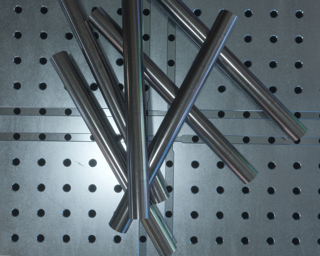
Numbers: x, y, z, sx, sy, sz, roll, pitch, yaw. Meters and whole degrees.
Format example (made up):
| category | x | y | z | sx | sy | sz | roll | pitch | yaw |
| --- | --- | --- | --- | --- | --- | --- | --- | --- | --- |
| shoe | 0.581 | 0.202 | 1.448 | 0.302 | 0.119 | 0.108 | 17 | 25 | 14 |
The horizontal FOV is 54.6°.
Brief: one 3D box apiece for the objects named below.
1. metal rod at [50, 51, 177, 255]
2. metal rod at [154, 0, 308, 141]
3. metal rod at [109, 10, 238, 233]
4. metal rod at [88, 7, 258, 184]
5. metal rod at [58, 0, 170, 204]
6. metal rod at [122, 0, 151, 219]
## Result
| category | x | y | z | sx | sy | sz | roll | pitch | yaw |
| --- | --- | --- | --- | --- | --- | --- | --- | --- | --- |
| metal rod | -0.062 | 0.035 | 0.412 | 0.025 | 0.025 | 0.299 | -29 | 90 | 0 |
| metal rod | 0.081 | -0.098 | 0.413 | 0.025 | 0.025 | 0.300 | -45 | 90 | 0 |
| metal rod | 0.017 | -0.008 | 0.387 | 0.025 | 0.025 | 0.299 | 28 | 90 | 0 |
| metal rod | 0.018 | -0.042 | 0.413 | 0.025 | 0.025 | 0.300 | -44 | 90 | 0 |
| metal rod | -0.061 | -0.040 | 0.412 | 0.025 | 0.025 | 0.299 | -25 | 90 | 0 |
| metal rod | -0.031 | -0.045 | 0.378 | 0.025 | 0.025 | 0.299 | -3 | 81 | 0 |
